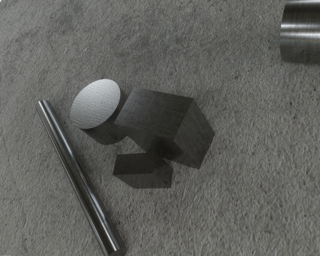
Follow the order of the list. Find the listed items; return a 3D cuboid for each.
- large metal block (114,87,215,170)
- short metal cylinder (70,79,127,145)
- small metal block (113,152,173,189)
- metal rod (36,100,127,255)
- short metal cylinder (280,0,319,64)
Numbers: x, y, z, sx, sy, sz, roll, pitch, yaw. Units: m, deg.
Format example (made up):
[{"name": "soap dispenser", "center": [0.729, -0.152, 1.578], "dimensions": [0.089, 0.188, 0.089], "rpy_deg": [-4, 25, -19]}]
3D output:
[{"name": "large metal block", "center": [0.008, 0.001, 0.363], "dimensions": [0.080, 0.080, 0.050], "rpy_deg": [15, 70, 34]}, {"name": "short metal cylinder", "center": [-0.079, -0.022, 0.441], "dimensions": [0.080, 0.050, 0.080], "rpy_deg": [-13, 56, 20]}, {"name": "small metal block", "center": [-0.019, 0.051, 0.365], "dimensions": [0.050, 0.050, 0.025], "rpy_deg": [-6, 59, 25]}, {"name": "metal rod", "center": [-0.123, 0.051, 0.434], "dimensions": [0.025, 0.025, 0.300], "rpy_deg": [-41, 51, 0]}, {"name": "short metal cylinder", "center": [0.172, -0.113, 0.347], "dimensions": [0.050, 0.080, 0.080], "rpy_deg": [12, 68, 33]}]
